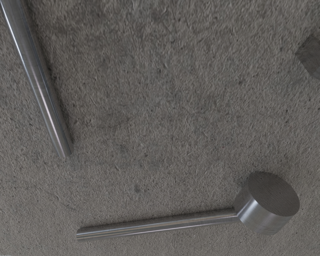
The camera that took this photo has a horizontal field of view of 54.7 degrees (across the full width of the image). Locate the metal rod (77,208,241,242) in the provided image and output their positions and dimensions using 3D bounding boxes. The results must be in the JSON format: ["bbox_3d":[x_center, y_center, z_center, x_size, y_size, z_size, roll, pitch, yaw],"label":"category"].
[{"bbox_3d":[-0.002,0.174,0.555,0.301,0.025,0.025,-10,130,8],"label":"metal rod"}]

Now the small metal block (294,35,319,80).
[{"bbox_3d":[0.182,-0.069,0.334,0.050,0.050,0.025,20,127,-17],"label":"small metal block"}]

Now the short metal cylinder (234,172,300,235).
[{"bbox_3d":[0.160,0.113,0.469,0.081,0.080,0.050,12,129,-10],"label":"short metal cylinder"}]

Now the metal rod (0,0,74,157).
[{"bbox_3d":[-0.141,-0.081,0.336,0.025,0.025,0.298,-3,130,2],"label":"metal rod"}]
